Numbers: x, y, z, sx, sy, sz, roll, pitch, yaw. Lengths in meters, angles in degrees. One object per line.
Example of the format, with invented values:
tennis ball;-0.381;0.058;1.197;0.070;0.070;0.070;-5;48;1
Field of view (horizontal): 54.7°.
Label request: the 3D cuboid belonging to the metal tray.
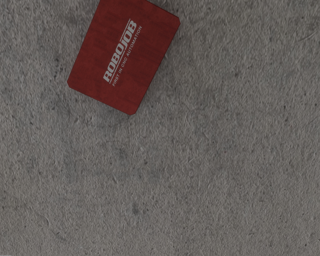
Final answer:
metal tray;-0.044;-0.091;0.373;0.090;0.030;0.129;25;108;-9
